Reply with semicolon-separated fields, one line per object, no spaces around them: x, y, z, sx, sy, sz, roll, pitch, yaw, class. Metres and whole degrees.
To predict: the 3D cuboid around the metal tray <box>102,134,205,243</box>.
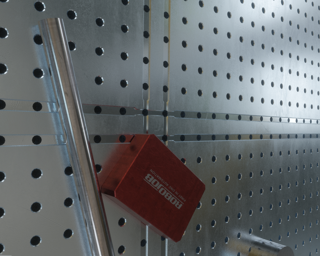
-0.002;0.079;0.407;0.130;0.030;0.090;46;62;-31;metal tray

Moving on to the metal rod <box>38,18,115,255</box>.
-0.085;0.036;0.339;0.025;0.025;0.298;-18;101;-39;metal rod

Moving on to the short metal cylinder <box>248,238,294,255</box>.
0.204;0.251;0.569;0.081;0.050;0.079;0;90;-40;short metal cylinder
